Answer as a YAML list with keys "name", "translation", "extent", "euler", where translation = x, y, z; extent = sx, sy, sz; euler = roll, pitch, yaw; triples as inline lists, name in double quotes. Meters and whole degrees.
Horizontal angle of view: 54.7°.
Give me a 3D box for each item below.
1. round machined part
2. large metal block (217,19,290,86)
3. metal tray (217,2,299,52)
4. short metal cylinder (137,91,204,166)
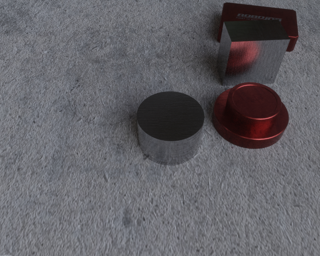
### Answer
- name: "round machined part"
  translation: [0.122, -0.024, 0.413]
  extent: [0.099, 0.042, 0.098]
  euler: [0, 50, 0]
- name: "large metal block"
  translation: [0.134, -0.111, 0.462]
  extent: [0.081, 0.080, 0.050]
  euler: [-4, 50, -3]
- name: "metal tray"
  translation: [0.174, -0.183, 0.555]
  extent: [0.131, 0.030, 0.090]
  euler: [10, 51, 8]
- name: "short metal cylinder"
  translation: [0.013, 0.000, 0.387]
  extent: [0.081, 0.050, 0.080]
  euler: [0, 50, 0]
